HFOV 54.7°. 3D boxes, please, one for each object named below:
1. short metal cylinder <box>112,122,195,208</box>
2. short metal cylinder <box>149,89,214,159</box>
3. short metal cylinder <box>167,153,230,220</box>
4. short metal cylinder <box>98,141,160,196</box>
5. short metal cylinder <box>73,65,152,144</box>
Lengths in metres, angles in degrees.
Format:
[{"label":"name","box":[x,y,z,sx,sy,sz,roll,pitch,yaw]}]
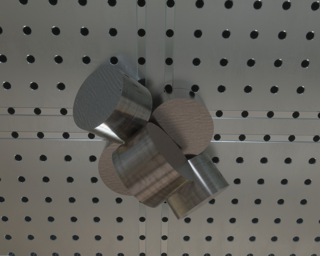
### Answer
[{"label":"short metal cylinder","box":[-0.007,0.040,0.344,0.050,0.080,0.080,-39,106,13]},{"label":"short metal cylinder","box":[0.025,-0.006,0.397,0.081,0.050,0.079,0,110,-1]},{"label":"short metal cylinder","box":[0.043,0.077,0.405,0.080,0.080,0.050,-39,71,13]},{"label":"short metal cylinder","box":[-0.038,0.043,0.414,0.081,0.050,0.079,0,110,-1]},{"label":"short metal cylinder","box":[-0.056,-0.027,0.366,0.080,0.080,0.050,-44,139,14]}]
